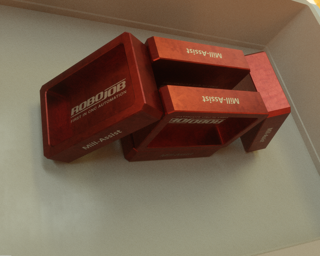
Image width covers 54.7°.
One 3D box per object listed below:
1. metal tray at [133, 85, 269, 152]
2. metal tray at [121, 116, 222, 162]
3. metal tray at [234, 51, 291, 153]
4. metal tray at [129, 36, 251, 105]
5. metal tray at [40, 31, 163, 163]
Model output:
[{"bbox_3d":[0.044,-0.007,0.351,0.131,0.090,0.030,0,62,-29],"label":"metal tray"},{"bbox_3d":[0.011,-0.006,0.410,0.131,0.030,0.090,0,62,-29],"label":"metal tray"},{"bbox_3d":[0.130,-0.030,0.426,0.030,0.130,0.090,-13,66,-1],"label":"metal tray"},{"bbox_3d":[0.031,-0.061,0.376,0.131,0.090,0.030,0,62,-28],"label":"metal tray"},{"bbox_3d":[-0.067,-0.028,0.320,0.030,0.130,0.090,26,45,-55],"label":"metal tray"}]
